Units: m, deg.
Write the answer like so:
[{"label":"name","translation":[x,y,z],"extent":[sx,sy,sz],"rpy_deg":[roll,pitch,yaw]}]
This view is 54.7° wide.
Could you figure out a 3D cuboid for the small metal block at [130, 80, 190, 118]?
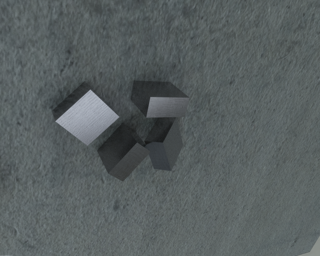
[{"label":"small metal block","translation":[-0.001,-0.035,0.370],"extent":[0.050,0.050,0.025],"rpy_deg":[-2,119,-28]}]

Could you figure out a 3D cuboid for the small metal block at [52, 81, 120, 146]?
[{"label":"small metal block","translation":[-0.084,-0.016,0.352],"extent":[0.050,0.025,0.050],"rpy_deg":[-42,130,1]}]

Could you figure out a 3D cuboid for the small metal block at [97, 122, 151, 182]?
[{"label":"small metal block","translation":[-0.046,0.029,0.385],"extent":[0.050,0.050,0.025],"rpy_deg":[-47,129,5]}]

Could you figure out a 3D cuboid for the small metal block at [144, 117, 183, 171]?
[{"label":"small metal block","translation":[0.007,0.020,0.407],"extent":[0.050,0.025,0.050],"rpy_deg":[-61,145,-43]}]
